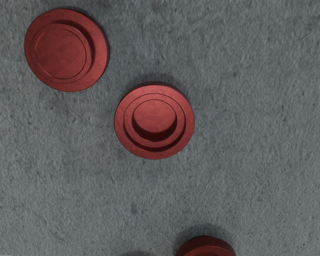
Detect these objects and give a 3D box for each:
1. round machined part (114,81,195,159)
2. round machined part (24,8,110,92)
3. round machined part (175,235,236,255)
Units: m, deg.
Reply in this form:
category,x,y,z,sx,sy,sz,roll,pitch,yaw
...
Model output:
category,x,y,z,sx,sy,sz,roll,pitch,yaw
round machined part,-0.007,-0.013,0.396,0.099,0.042,0.097,0,110,-1
round machined part,-0.111,-0.089,0.366,0.099,0.042,0.097,0,110,-1
round machined part,0.069,0.207,0.478,0.099,0.042,0.097,0,110,-1
